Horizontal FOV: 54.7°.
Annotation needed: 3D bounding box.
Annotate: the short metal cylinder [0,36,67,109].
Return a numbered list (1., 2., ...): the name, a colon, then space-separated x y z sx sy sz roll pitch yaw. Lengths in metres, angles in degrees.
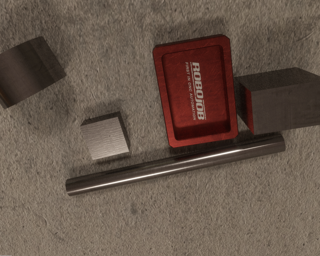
1. short metal cylinder: -0.156 -0.063 0.355 0.080 0.080 0.050 -25 108 9

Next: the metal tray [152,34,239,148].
1. metal tray: 0.046 -0.045 0.391 0.091 0.030 0.129 -9 110 3

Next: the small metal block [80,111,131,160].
1. small metal block: -0.071 0.010 0.413 0.050 0.025 0.050 -14 110 4

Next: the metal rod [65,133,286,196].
1. metal rod: 0.018 0.052 0.429 0.302 0.025 0.025 -12 110 4

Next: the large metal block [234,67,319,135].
1. large metal block: 0.139 -0.035 0.370 0.080 0.080 0.050 -9 110 3
